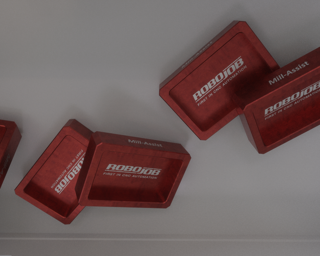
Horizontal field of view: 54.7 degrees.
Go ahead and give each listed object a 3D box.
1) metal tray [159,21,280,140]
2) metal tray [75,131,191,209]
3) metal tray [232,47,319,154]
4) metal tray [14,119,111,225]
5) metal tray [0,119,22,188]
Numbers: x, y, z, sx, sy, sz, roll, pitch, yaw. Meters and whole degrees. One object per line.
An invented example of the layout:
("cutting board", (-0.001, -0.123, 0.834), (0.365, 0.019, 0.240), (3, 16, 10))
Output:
("metal tray", (0.074, -0.057, 0.387), (0.130, 0.030, 0.090), (-40, 106, 13))
("metal tray", (-0.034, 0.058, 0.403), (0.131, 0.030, 0.089), (10, 112, -29))
("metal tray", (0.163, -0.032, 0.375), (0.130, 0.030, 0.090), (-29, 129, 4))
("metal tray", (-0.126, 0.063, 0.430), (0.090, 0.030, 0.130), (38, 106, -13))
("metal tray", (-0.236, 0.046, 0.373), (0.091, 0.130, 0.030), (9, 145, -4))
